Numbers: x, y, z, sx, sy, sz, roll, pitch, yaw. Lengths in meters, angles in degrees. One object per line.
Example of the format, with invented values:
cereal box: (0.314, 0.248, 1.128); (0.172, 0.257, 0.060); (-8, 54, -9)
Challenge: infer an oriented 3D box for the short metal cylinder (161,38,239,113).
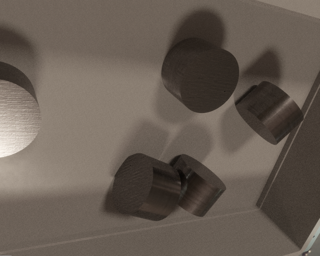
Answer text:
short metal cylinder: (0.049, -0.065, 0.381); (0.081, 0.050, 0.079); (-14, 125, -21)

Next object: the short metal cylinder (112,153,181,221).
short metal cylinder: (-0.019, 0.079, 0.413); (0.050, 0.080, 0.080); (27, 103, -38)

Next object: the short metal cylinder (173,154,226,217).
short metal cylinder: (0.049, 0.083, 0.453); (0.080, 0.080, 0.050); (28, 103, -38)

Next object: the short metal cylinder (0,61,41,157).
short metal cylinder: (-0.159, -0.018, 0.295); (0.081, 0.050, 0.079); (-14, 125, -21)

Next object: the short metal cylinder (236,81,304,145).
short metal cylinder: (0.157, -0.021, 0.448); (0.050, 0.080, 0.080); (-43, 130, 1)
